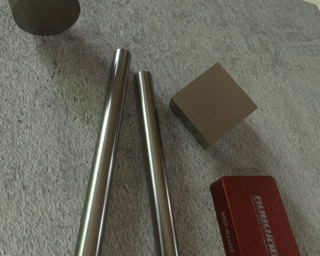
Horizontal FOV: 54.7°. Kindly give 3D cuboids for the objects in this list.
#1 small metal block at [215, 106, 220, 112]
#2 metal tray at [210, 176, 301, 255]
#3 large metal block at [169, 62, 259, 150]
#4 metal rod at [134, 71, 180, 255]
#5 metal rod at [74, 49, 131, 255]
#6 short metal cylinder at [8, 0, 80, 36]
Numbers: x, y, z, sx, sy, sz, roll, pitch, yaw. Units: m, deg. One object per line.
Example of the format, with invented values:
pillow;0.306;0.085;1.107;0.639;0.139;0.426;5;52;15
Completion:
small metal block;0.098;-0.031;0.478;0.050;0.025;0.050;32;51;-8
metal tray;0.121;0.127;0.391;0.091;0.030;0.130;4;60;-26
large metal block;0.070;-0.028;0.423;0.080;0.050;0.080;-38;83;-8
metal rod;-0.003;0.059;0.367;0.025;0.025;0.299;6;59;-26
metal rod;-0.062;0.022;0.357;0.025;0.025;0.300;17;55;-19
short metal cylinder;-0.147;-0.163;0.389;0.081;0.080;0.050;-11;68;-33
